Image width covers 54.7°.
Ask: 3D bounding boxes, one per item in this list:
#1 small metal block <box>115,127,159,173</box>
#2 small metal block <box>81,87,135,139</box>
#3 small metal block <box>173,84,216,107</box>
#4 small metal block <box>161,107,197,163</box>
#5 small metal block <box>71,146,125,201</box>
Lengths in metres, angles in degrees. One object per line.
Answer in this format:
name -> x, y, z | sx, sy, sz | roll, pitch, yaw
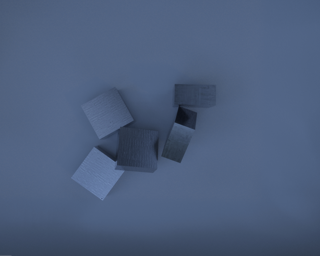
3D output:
small metal block -> -0.030, 0.029, 0.398 | 0.050, 0.025, 0.050 | 7, 68, -13
small metal block -> -0.067, -0.019, 0.409 | 0.050, 0.025, 0.050 | -29, 87, -1
small metal block -> 0.043, -0.040, 0.399 | 0.050, 0.050, 0.025 | 1, 90, -1
small metal block -> 0.025, 0.007, 0.391 | 0.025, 0.050, 0.050 | 20, 118, -1
small metal block -> -0.079, 0.059, 0.410 | 0.050, 0.025, 0.050 | 36, 90, -1
